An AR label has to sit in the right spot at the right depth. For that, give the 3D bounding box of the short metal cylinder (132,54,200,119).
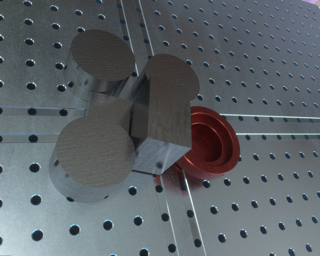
[{"bbox_3d":[0.008,-0.055,0.429,0.081,0.050,0.080,14,56,-21],"label":"short metal cylinder"}]

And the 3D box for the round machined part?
[{"bbox_3d":[0.053,0.023,0.411,0.099,0.042,0.098,14,56,-21],"label":"round machined part"}]

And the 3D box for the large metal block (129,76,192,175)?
[{"bbox_3d":[-0.005,0.000,0.366,0.050,0.080,0.080,15,56,-20],"label":"large metal block"}]

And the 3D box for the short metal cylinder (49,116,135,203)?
[{"bbox_3d":[-0.073,0.034,0.332,0.081,0.050,0.080,14,56,-21],"label":"short metal cylinder"}]

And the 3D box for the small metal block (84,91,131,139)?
[{"bbox_3d":[-0.065,-0.012,0.380,0.050,0.025,0.050,14,56,-21],"label":"small metal block"}]

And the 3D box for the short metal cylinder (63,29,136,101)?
[{"bbox_3d":[-0.078,-0.078,0.397,0.081,0.050,0.080,14,56,-21],"label":"short metal cylinder"}]
